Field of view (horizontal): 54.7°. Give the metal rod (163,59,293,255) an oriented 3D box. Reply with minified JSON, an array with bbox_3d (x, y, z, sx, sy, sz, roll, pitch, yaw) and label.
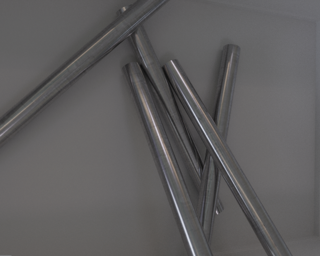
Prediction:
[{"bbox_3d":[0.083,0.044,0.386,0.025,0.025,0.299,-24,77,-18],"label":"metal rod"}]

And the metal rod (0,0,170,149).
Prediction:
[{"bbox_3d":[-0.096,-0.071,0.358,0.301,0.025,0.025,-44,104,-8],"label":"metal rod"}]

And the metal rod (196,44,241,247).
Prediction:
[{"bbox_3d":[0.075,0.028,0.416,0.025,0.025,0.299,16,77,-19],"label":"metal rod"}]

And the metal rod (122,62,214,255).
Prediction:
[{"bbox_3d":[0.013,0.055,0.351,0.025,0.025,0.299,-14,70,-20],"label":"metal rod"}]

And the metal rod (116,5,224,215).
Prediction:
[{"bbox_3d":[0.017,-0.017,0.416,0.025,0.025,0.299,-28,99,-18],"label":"metal rod"}]
